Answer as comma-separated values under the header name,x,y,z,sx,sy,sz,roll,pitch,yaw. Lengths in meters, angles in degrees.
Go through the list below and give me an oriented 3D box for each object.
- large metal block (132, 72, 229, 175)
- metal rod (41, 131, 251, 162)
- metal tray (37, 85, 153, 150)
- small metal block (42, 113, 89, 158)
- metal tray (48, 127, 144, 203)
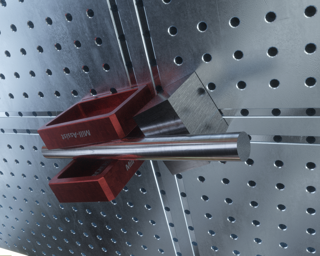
name,x,y,z,sx,sy,sz,roll,pitch,yaw
large metal block,0.027,-0.006,0.355,0.050,0.080,0.080,-25,105,36
metal rod,-0.045,0.024,0.351,0.300,0.025,0.025,-4,117,40
metal tray,-0.081,-0.014,0.401,0.130,0.090,0.030,-9,115,31
small metal block,-0.143,0.011,0.475,0.025,0.050,0.050,-8,114,31
metal tray,-0.068,0.042,0.403,0.090,0.131,0.030,-10,114,32
